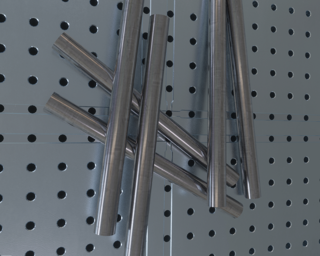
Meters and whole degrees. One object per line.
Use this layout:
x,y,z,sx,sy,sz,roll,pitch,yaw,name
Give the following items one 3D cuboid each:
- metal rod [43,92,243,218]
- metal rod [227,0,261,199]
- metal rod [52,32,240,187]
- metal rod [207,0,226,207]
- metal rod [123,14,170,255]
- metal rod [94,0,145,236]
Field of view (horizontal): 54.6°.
-0.009,0.044,0.409,0.301,0.025,0.025,32,80,-17,metal rod
0.122,-0.046,0.456,0.025,0.025,0.298,-7,93,-20,metal rod
-0.007,-0.015,0.409,0.301,0.025,0.025,38,78,-16,metal rod
0.078,-0.046,0.423,0.025,0.025,0.299,4,82,-20,metal rod
-0.016,0.012,0.378,0.025,0.025,0.299,7,88,-20,metal rod
-0.047,-0.026,0.367,0.025,0.025,0.299,8,87,-20,metal rod
